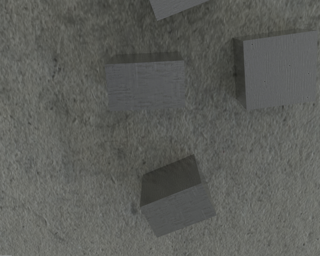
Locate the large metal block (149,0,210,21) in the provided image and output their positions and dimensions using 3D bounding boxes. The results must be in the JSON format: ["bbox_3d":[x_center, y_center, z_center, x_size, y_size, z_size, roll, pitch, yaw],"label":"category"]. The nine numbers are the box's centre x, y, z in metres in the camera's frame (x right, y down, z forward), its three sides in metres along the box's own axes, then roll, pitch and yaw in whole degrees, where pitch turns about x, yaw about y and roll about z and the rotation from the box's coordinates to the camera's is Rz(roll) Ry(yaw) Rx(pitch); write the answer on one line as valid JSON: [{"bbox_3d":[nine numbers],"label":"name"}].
[{"bbox_3d":[0.020,-0.170,0.334,0.080,0.050,0.080,-20,109,7],"label":"large metal block"}]

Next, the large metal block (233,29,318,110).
[{"bbox_3d":[0.136,-0.072,0.372,0.080,0.050,0.079,-8,110,2],"label":"large metal block"}]

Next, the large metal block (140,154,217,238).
[{"bbox_3d":[0.022,0.087,0.413,0.080,0.080,0.050,-23,109,8],"label":"large metal block"}]

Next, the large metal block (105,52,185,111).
[{"bbox_3d":[-0.015,-0.057,0.359,0.081,0.080,0.050,-3,110,0],"label":"large metal block"}]
